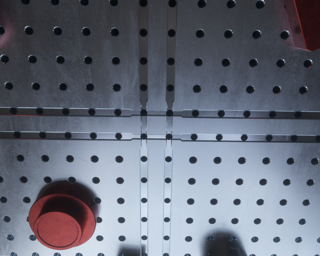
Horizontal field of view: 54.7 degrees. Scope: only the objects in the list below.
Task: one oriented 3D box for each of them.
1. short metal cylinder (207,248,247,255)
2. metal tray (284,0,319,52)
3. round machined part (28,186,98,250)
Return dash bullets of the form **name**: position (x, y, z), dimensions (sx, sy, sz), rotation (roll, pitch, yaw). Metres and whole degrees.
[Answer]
- **short metal cylinder**: position (0.109, 0.239, 0.489), dimensions (0.081, 0.050, 0.079), rotation (0, 110, -1)
- **metal tray**: position (0.216, -0.155, 0.355), dimensions (0.130, 0.030, 0.090), rotation (-22, 109, 7)
- **round machined part**: position (-0.144, 0.138, 0.454), dimensions (0.099, 0.042, 0.097), rotation (0, 110, 0)
